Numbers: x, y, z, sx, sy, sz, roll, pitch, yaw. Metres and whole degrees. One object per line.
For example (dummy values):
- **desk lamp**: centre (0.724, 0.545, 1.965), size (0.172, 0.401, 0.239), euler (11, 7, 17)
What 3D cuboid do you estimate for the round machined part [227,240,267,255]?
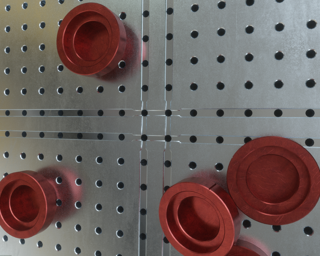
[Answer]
- **round machined part**: centre (0.090, 0.189, 0.371), size (0.098, 0.042, 0.097), euler (0, 90, 19)

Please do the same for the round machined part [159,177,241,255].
- **round machined part**: centre (0.051, 0.106, 0.376), size (0.098, 0.042, 0.097), euler (7, 103, 33)

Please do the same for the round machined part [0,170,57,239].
- **round machined part**: centre (-0.199, 0.113, 0.472), size (0.098, 0.042, 0.097), euler (0, 90, 19)

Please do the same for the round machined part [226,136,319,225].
- **round machined part**: centre (0.129, 0.057, 0.358), size (0.098, 0.042, 0.097), euler (0, 90, 19)

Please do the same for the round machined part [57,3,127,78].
- **round machined part**: centre (-0.091, -0.119, 0.434), size (0.098, 0.042, 0.097), euler (0, 90, 19)
